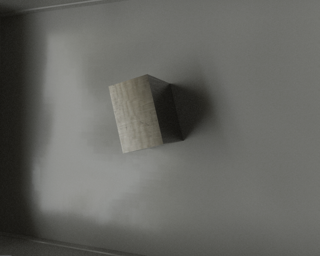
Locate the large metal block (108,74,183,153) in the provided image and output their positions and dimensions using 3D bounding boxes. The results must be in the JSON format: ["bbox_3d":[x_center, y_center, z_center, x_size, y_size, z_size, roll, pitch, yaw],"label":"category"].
[{"bbox_3d":[-0.014,-0.016,0.387,0.050,0.080,0.080,-14,85,19],"label":"large metal block"}]
